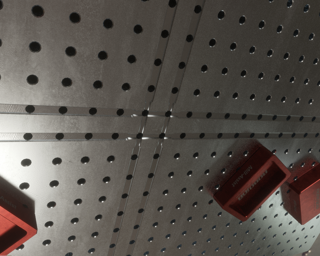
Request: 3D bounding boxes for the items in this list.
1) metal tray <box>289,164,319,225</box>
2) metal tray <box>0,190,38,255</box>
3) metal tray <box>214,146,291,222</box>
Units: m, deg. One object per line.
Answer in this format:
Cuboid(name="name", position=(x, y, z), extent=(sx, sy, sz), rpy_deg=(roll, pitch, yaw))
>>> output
Cuboid(name="metal tray", position=(0.337, 0.150, 0.689), extent=(0.090, 0.030, 0.130), rpy_deg=(-31, 129, -9))
Cuboid(name="metal tray", position=(-0.220, 0.106, 0.354), extent=(0.090, 0.030, 0.130), rpy_deg=(-36, 130, -5))
Cuboid(name="metal tray", position=(0.171, 0.106, 0.569), extent=(0.130, 0.030, 0.090), rpy_deg=(-48, 130, 5))
